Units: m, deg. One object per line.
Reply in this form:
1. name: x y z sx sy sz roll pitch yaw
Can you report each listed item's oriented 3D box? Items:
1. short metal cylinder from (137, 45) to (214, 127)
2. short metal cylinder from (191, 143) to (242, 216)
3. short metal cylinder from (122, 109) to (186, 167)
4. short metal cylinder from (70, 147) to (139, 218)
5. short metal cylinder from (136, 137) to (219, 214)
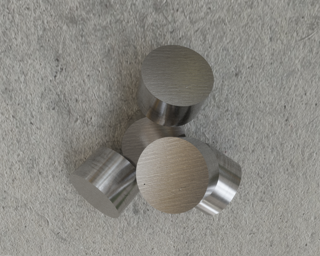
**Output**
1. short metal cylinder: 0.016 -0.048 0.357 0.080 0.080 0.050 13 153 -5
2. short metal cylinder: 0.060 0.067 0.406 0.050 0.080 0.080 33 107 -12
3. short metal cylinder: -0.007 0.015 0.403 0.081 0.050 0.079 0 110 -1
4. short metal cylinder: -0.069 0.071 0.401 0.080 0.050 0.080 27 146 21
5. short metal cylinder: 0.021 0.050 0.345 0.080 0.050 0.080 -1 88 22
